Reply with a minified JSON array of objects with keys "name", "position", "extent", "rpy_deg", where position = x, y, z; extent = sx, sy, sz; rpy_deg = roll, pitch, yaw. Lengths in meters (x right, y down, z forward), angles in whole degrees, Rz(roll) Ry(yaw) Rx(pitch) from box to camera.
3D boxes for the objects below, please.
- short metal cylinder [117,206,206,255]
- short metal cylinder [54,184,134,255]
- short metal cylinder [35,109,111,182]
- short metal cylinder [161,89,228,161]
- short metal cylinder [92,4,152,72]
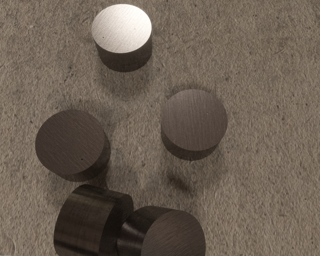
[{"name":"short metal cylinder","position":[0.002,0.126,0.329],"extent":[0.081,0.050,0.080],"rpy_deg":[5,80,-34]},{"name":"short metal cylinder","position":[-0.068,0.106,0.335],"extent":[0.050,0.080,0.080],"rpy_deg":[10,70,17]},{"name":"short metal cylinder","position":[-0.105,0.023,0.385],"extent":[0.081,0.050,0.080],"rpy_deg":[0,70,0]},{"name":"short metal cylinder","position":[0.042,-0.003,0.396],"extent":[0.081,0.050,0.080],"rpy_deg":[0,70,0]},{"name":"short metal cylinder","position":[-0.052,-0.127,0.441],"extent":[0.081,0.050,0.080],"rpy_deg":[0,70,0]}]
